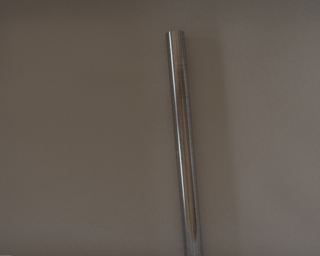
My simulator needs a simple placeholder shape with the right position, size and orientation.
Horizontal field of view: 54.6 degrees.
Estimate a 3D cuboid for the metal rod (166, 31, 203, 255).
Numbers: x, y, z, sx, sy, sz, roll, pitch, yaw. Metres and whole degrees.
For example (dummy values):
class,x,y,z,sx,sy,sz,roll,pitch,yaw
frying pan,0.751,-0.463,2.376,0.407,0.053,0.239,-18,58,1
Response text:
class,x,y,z,sx,sy,sz,roll,pitch,yaw
metal rod,0.033,0.023,0.411,0.025,0.025,0.298,-5,90,0
